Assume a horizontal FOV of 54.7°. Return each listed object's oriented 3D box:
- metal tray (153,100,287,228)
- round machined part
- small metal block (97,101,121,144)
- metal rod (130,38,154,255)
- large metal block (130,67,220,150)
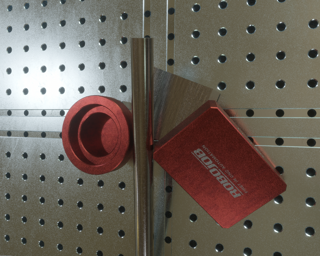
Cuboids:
[{"bbox_3d":[0.068,0.044,0.355,0.090,0.030,0.130,-40,103,16],"label":"metal tray"},{"bbox_3d":[-0.072,0.008,0.396,0.098,0.042,0.097,0,91,23],"label":"round machined part"},{"bbox_3d":[-0.074,-0.007,0.435,0.050,0.025,0.050,-23,82,18],"label":"small metal block"},{"bbox_3d":[-0.020,0.046,0.373,0.025,0.025,0.298,6,108,20],"label":"metal rod"},{"bbox_3d":[0.019,-0.023,0.389,0.080,0.050,0.080,24,98,18],"label":"large metal block"}]
